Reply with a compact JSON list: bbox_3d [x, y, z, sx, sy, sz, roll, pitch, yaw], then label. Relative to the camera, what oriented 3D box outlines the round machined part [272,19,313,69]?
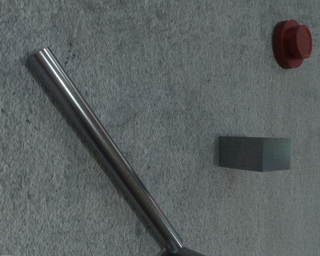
[{"bbox_3d":[0.272,-0.170,0.626,0.099,0.042,0.097,0,90,-40],"label":"round machined part"}]

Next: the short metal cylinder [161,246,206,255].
[{"bbox_3d":[0.035,0.208,0.421,0.081,0.050,0.079,0,90,-40],"label":"short metal cylinder"}]

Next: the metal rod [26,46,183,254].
[{"bbox_3d":[-0.050,0.043,0.364,0.025,0.025,0.299,-46,118,-30],"label":"metal rod"}]

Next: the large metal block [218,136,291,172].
[{"bbox_3d":[0.152,0.040,0.500,0.081,0.080,0.050,3,89,-40],"label":"large metal block"}]
